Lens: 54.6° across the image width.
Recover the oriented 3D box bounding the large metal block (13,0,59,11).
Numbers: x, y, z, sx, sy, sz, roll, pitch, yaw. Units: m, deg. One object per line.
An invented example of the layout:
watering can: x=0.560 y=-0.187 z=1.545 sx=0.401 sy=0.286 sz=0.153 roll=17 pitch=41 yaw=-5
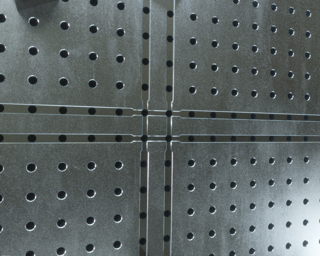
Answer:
large metal block: x=-0.146 y=-0.183 z=0.329 sx=0.050 sy=0.080 sz=0.080 roll=-24 pitch=98 yaw=-18
